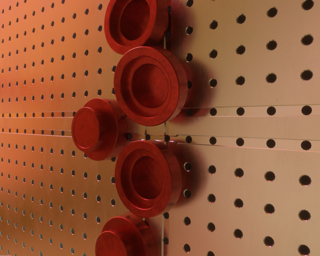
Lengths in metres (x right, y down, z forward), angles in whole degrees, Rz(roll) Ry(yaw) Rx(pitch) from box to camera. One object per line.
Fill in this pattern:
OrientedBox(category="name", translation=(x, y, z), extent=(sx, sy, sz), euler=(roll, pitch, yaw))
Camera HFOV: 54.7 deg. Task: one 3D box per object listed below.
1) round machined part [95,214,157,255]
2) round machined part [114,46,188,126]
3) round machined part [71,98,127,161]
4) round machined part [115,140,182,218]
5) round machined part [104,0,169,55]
OrientedBox(category="round machined part", translation=(-0.054, 0.176, 0.441), extent=(0.098, 0.042, 0.097), euler=(0, 90, 39))
OrientedBox(category="round machined part", translation=(-0.008, -0.054, 0.393), extent=(0.098, 0.042, 0.097), euler=(10, 109, 31))
OrientedBox(category="round machined part", translation=(-0.099, 0.002, 0.478), extent=(0.098, 0.042, 0.097), euler=(0, 90, 39))
OrientedBox(category="round machined part", translation=(-0.010, 0.064, 0.405), extent=(0.098, 0.042, 0.097), euler=(0, 90, 39))
OrientedBox(category="round machined part", translation=(-0.027, -0.144, 0.418), extent=(0.098, 0.042, 0.097), euler=(-1, 88, 40))
